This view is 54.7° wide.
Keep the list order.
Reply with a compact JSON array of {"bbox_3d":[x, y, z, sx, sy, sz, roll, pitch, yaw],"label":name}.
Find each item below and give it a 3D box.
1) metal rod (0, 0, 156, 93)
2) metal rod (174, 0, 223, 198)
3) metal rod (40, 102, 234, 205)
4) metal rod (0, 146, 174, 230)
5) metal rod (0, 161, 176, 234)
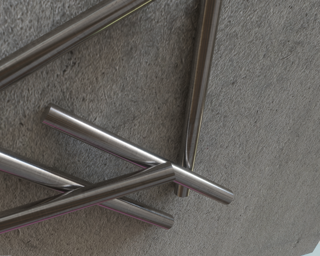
[{"bbox_3d":[-0.129,-0.063,0.296,0.301,0.025,0.025,-33,129,-7],"label":"metal rod"},{"bbox_3d":[0.047,-0.028,0.414,0.025,0.025,0.298,-9,122,-24],"label":"metal rod"},{"bbox_3d":[-0.009,0.046,0.407,0.301,0.025,0.025,29,103,-31],"label":"metal rod"},{"bbox_3d":[-0.085,0.090,0.415,0.301,0.025,0.025,33,100,-38],"label":"metal rod"},{"bbox_3d":[-0.128,0.094,0.365,0.302,0.025,0.025,-16,125,-9],"label":"metal rod"}]
